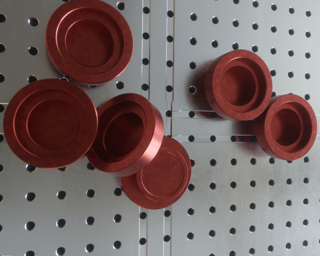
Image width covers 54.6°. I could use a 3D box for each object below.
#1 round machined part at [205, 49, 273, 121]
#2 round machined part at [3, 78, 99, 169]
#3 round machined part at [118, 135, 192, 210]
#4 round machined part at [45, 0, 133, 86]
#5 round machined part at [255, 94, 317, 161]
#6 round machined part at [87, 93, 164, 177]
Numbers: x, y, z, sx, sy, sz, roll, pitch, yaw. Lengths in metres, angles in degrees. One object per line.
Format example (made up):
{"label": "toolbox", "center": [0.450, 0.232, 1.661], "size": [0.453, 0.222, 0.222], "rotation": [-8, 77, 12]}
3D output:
{"label": "round machined part", "center": [0.107, -0.059, 0.443], "size": [0.099, 0.042, 0.097], "rotation": [0, 90, -20]}
{"label": "round machined part", "center": [-0.118, -0.003, 0.351], "size": [0.099, 0.042, 0.098], "rotation": [1, 83, -6]}
{"label": "round machined part", "center": [-0.003, 0.057, 0.402], "size": [0.099, 0.042, 0.097], "rotation": [0, 90, -20]}
{"label": "round machined part", "center": [-0.085, -0.099, 0.372], "size": [0.099, 0.042, 0.097], "rotation": [0, 90, -20]}
{"label": "round machined part", "center": [0.185, -0.001, 0.471], "size": [0.099, 0.042, 0.097], "rotation": [0, 90, -20]}
{"label": "round machined part", "center": [-0.038, 0.011, 0.370], "size": [0.042, 0.098, 0.098], "rotation": [39, 75, -52]}
